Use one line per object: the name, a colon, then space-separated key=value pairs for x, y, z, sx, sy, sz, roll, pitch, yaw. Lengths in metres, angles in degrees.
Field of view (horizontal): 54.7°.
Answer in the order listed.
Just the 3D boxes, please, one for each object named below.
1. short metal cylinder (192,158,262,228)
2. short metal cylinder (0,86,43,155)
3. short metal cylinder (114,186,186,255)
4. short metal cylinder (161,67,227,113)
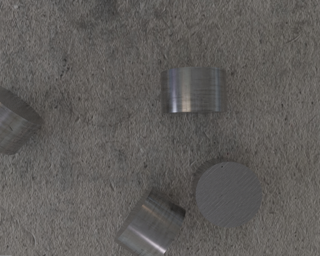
short metal cylinder: x=0.083 y=0.080 z=0.398 sx=0.081 sy=0.050 sz=0.080 roll=0 pitch=90 yaw=0
short metal cylinder: x=-0.194 y=-0.012 z=0.381 sx=0.080 sy=0.080 sz=0.050 roll=41 pitch=90 yaw=0
short metal cylinder: x=-0.012 y=0.119 z=0.382 sx=0.050 sy=0.080 sz=0.080 roll=36 pitch=90 yaw=0
short metal cylinder: x=0.041 y=-0.043 z=0.383 sx=0.081 sy=0.080 sz=0.050 roll=-1 pitch=90 yaw=0
